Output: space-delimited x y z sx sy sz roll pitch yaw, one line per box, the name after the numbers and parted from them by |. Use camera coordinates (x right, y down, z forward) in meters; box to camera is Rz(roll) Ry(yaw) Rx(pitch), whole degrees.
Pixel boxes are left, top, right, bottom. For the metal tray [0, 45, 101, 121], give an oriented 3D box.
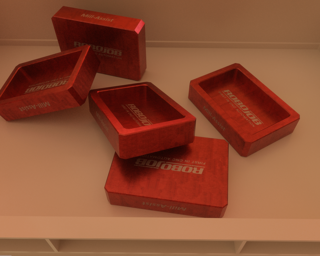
-0.153 -0.061 0.420 0.130 0.030 0.090 -9 47 20 | metal tray

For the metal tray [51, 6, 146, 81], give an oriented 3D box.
-0.088 -0.126 0.467 0.131 0.089 0.030 13 52 10 | metal tray

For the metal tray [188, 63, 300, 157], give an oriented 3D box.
0.111 -0.031 0.428 0.091 0.030 0.130 -24 54 -19 | metal tray

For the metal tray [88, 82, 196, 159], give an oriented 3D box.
-0.027 -0.017 0.379 0.091 0.030 0.130 -12 32 -23 | metal tray

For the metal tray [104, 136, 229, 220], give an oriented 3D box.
0.011 0.050 0.360 0.131 0.030 0.090 7 50 5 | metal tray
